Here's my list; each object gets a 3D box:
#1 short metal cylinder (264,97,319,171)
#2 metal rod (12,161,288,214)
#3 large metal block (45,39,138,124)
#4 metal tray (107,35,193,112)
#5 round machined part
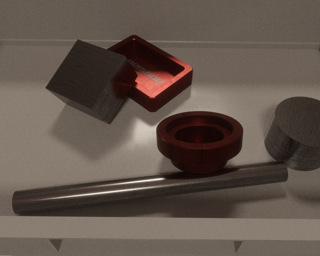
[{"bbox_3d":[0.177,0.007,0.386,0.081,0.050,0.080,0,50,0],"label":"short metal cylinder"},{"bbox_3d":[-0.005,0.066,0.349,0.302,0.025,0.025,-6,50,-6],"label":"metal rod"},{"bbox_3d":[-0.090,-0.063,0.419,0.080,0.050,0.080,24,77,23],"label":"large metal block"},{"bbox_3d":[-0.027,-0.088,0.475,0.130,0.030,0.090,36,58,26],"label":"metal tray"},{"bbox_3d":[0.046,0.018,0.364,0.099,0.042,0.098,-2,26,1],"label":"round machined part"}]
